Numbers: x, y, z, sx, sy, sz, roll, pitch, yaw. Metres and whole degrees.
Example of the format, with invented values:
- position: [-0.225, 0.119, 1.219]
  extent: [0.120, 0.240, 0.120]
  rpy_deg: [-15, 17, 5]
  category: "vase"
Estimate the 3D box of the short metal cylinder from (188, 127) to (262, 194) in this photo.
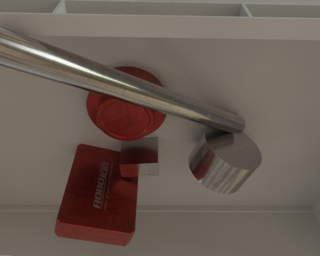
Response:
- position: [0.085, 0.039, 0.408]
  extent: [0.081, 0.080, 0.050]
  rpy_deg: [16, 128, -14]
  category: "short metal cylinder"

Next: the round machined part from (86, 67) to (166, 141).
- position: [-0.040, -0.022, 0.379]
  extent: [0.099, 0.042, 0.097]
  rpy_deg: [-1, 130, 0]
  category: "round machined part"

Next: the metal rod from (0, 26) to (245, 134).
- position: [-0.003, -0.029, 0.304]
  extent: [0.302, 0.025, 0.025]
  rpy_deg: [14, 134, -44]
  category: "metal rod"

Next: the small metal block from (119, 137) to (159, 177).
- position: [-0.027, 0.039, 0.426]
  extent: [0.050, 0.050, 0.025]
  rpy_deg: [-3, 130, 2]
  category: "small metal block"

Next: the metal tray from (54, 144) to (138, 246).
- position: [-0.077, 0.084, 0.410]
  extent: [0.091, 0.130, 0.030]
  rpy_deg: [13, 129, -11]
  category: "metal tray"
